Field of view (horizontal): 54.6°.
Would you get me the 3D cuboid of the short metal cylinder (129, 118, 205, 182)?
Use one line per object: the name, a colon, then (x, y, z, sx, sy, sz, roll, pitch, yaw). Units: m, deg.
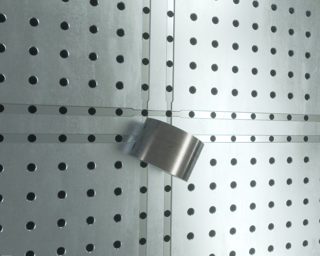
short metal cylinder: (0.008, 0.028, 0.386, 0.080, 0.080, 0.050, 28, 81, -18)
